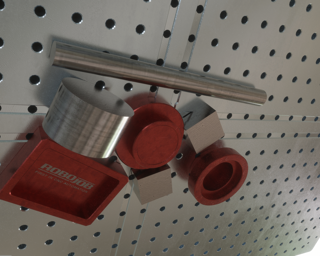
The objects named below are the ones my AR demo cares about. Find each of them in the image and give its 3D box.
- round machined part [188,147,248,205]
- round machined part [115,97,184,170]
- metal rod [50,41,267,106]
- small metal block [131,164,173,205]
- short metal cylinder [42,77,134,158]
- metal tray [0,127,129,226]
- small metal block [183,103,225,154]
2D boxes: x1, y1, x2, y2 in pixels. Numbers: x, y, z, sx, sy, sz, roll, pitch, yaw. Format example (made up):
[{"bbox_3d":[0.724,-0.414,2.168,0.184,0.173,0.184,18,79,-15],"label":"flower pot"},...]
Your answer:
[{"bbox_3d":[0.087,0.071,0.492,0.099,0.042,0.097,-14,124,-21],"label":"round machined part"},{"bbox_3d":[-0.011,0.013,0.401,0.099,0.042,0.097,-13,121,-22],"label":"round machined part"},{"bbox_3d":[0.022,-0.060,0.385,0.302,0.025,0.025,6,115,-31],"label":"metal rod"},{"bbox_3d":[-0.011,0.078,0.454,0.050,0.025,0.050,-18,126,-18],"label":"small metal block"},{"bbox_3d":[-0.075,-0.012,0.327,0.080,0.080,0.050,19,108,-36],"label":"short metal cylinder"},{"bbox_3d":[-0.115,0.065,0.384,0.090,0.030,0.130,-49,129,7],"label":"metal tray"},{"bbox_3d":[0.060,0.001,0.445,0.050,0.025,0.050,-33,129,-7],"label":"small metal block"}]
